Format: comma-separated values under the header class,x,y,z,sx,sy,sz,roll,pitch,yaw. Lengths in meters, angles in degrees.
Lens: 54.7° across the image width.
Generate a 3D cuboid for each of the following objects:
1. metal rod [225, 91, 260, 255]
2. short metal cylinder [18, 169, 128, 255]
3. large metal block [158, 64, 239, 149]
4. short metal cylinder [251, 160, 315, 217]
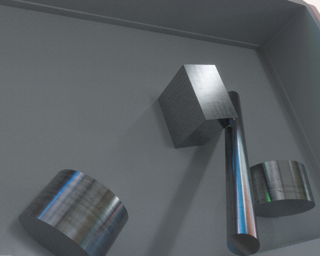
class,x,y,z,sx,sy,sz,roll,pitch,yaw
metal rod,0.091,0.021,0.372,0.025,0.025,0.301,33,29,-7
short metal cylinder,-0.076,0.083,0.279,0.080,0.080,0.050,38,51,-4
large metal block,0.047,-0.028,0.414,0.050,0.080,0.080,-5,65,-30
short metal cylinder,0.154,0.081,0.406,0.081,0.080,0.050,13,56,-22
